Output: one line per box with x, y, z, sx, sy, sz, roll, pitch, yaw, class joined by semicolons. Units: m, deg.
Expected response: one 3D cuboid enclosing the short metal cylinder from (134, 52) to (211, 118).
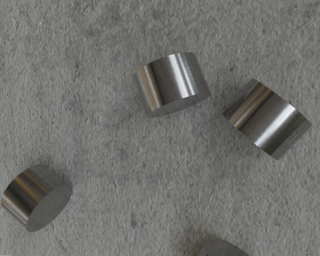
0.014;-0.050;0.374;0.080;0.080;0.050;-21;83;18;short metal cylinder

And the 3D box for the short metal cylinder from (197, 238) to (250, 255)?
0.075;0.173;0.353;0.080;0.080;0.050;30;100;17;short metal cylinder

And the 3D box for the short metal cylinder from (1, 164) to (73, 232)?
-0.172;0.098;0.439;0.050;0.080;0.080;34;101;16;short metal cylinder

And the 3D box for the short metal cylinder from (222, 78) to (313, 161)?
0.115;-0.010;0.339;0.080;0.080;0.050;43;103;14;short metal cylinder
